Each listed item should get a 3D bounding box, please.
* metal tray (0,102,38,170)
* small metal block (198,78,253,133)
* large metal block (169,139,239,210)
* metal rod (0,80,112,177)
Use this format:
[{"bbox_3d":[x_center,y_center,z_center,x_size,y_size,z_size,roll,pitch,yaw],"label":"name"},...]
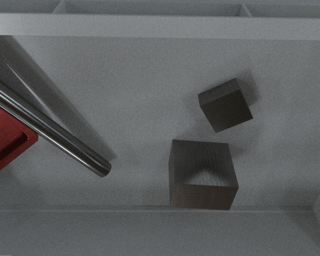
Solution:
[{"bbox_3d":[-0.222,-0.007,0.363,0.090,0.030,0.130,-42,128,-16],"label":"metal tray"},{"bbox_3d":[0.082,-0.027,0.388,0.050,0.025,0.050,-23,127,18],"label":"small metal block"},{"bbox_3d":[0.055,0.064,0.428,0.081,0.080,0.050,4,130,-4],"label":"large metal block"},{"bbox_3d":[-0.163,-0.021,0.366,0.025,0.025,0.300,-26,133,20],"label":"metal rod"}]
